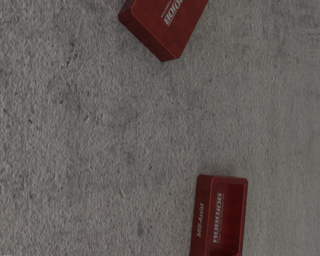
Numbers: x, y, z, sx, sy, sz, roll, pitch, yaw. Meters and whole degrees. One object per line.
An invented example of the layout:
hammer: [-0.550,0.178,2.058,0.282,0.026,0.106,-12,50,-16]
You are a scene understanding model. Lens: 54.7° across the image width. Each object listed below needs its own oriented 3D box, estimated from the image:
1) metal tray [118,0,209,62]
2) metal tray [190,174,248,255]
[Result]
metal tray: [0.012,-0.165,0.410,0.090,0.030,0.130,39,66,-33]
metal tray: [0.093,0.140,0.479,0.091,0.030,0.129,10,83,-40]
